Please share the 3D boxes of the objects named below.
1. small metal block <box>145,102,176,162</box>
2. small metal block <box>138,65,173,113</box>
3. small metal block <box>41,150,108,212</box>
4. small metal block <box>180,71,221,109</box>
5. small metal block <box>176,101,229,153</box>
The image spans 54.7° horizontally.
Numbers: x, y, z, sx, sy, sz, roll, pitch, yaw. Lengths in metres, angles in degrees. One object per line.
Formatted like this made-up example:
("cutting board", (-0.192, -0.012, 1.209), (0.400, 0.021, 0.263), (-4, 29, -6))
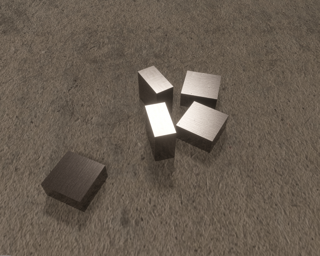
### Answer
("small metal block", (0.000, 0.005, 0.383), (0.025, 0.050, 0.050), (-11, 51, -9))
("small metal block", (-0.006, -0.049, 0.428), (0.025, 0.050, 0.050), (-25, 55, -20))
("small metal block", (-0.096, 0.059, 0.352), (0.050, 0.025, 0.050), (20, 53, 15))
("small metal block", (0.059, -0.054, 0.450), (0.050, 0.025, 0.050), (11, 51, 8))
("small metal block", (0.055, -0.002, 0.406), (0.050, 0.025, 0.050), (25, 54, 19))
